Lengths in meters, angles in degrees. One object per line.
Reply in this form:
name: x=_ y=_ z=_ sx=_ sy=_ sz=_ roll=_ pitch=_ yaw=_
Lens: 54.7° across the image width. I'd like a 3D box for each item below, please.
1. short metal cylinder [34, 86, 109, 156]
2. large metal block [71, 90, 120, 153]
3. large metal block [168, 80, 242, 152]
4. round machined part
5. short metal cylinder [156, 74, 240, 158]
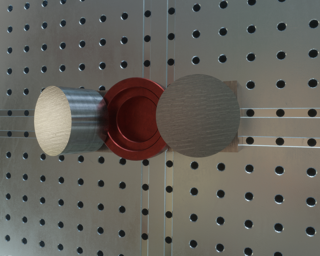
short metal cylinder: x=-0.106 y=-0.008 z=0.370 sx=0.080 sy=0.050 sz=0.079 roll=1 pitch=92 yaw=41
large metal block: x=-0.085 y=-0.009 z=0.429 sx=0.080 sy=0.050 sz=0.080 roll=1 pitch=90 yaw=20
large metal block: x=0.057 y=-0.012 z=0.379 sx=0.080 sy=0.050 sz=0.080 roll=-1 pitch=90 yaw=20
round machined part: x=-0.023 y=-0.011 z=0.380 sx=0.098 sy=0.042 sz=0.097 roll=0 pitch=90 yaw=20
short metal cylinder: x=0.036 y=-0.012 z=0.319 sx=0.081 sy=0.050 sz=0.080 roll=0 pitch=90 yaw=0
